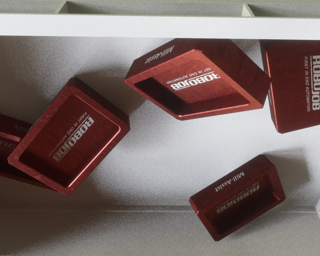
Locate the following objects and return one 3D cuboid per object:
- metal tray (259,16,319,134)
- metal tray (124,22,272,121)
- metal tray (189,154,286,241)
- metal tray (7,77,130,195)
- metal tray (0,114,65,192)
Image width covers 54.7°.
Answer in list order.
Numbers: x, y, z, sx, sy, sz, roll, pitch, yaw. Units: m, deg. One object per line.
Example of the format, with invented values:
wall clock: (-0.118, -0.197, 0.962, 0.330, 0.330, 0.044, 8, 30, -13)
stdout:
metal tray: (0.172, -0.058, 0.358, 0.090, 0.030, 0.130, -15, 129, 12)
metal tray: (0.032, -0.048, 0.317, 0.090, 0.030, 0.130, 33, 159, -27)
metal tray: (0.119, 0.108, 0.470, 0.130, 0.030, 0.090, -32, 126, -1)
metal tray: (-0.111, 0.014, 0.387, 0.090, 0.030, 0.130, 38, 104, -22)
metal tray: (-0.188, 0.036, 0.434, 0.131, 0.030, 0.089, 21, 127, -17)
